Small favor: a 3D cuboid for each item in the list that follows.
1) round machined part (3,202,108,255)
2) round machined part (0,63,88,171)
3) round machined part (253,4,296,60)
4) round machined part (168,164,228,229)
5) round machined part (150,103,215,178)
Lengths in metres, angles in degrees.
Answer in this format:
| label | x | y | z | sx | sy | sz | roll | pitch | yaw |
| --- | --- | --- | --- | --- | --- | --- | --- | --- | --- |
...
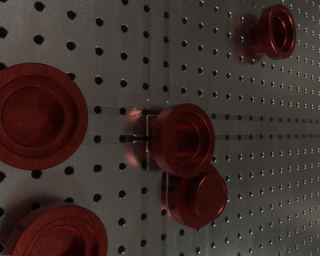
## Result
| label | x | y | z | sx | sy | sz | roll | pitch | yaw |
| --- | --- | --- | --- | --- | --- | --- | --- | --- | --- |
| round machined part | -0.106 | 0.123 | 0.311 | 0.099 | 0.042 | 0.097 | 0 | 90 | -40 |
| round machined part | -0.123 | -0.010 | 0.296 | 0.099 | 0.042 | 0.097 | 0 | 90 | -40 |
| round machined part | 0.211 | -0.176 | 0.578 | 0.099 | 0.042 | 0.097 | 0 | 90 | -40 |
| round machined part | 0.061 | 0.098 | 0.452 | 0.099 | 0.042 | 0.097 | 0 | 90 | -40 |
| round machined part | 0.026 | 0.017 | 0.421 | 0.099 | 0.042 | 0.097 | 2 | 87 | -39 |
